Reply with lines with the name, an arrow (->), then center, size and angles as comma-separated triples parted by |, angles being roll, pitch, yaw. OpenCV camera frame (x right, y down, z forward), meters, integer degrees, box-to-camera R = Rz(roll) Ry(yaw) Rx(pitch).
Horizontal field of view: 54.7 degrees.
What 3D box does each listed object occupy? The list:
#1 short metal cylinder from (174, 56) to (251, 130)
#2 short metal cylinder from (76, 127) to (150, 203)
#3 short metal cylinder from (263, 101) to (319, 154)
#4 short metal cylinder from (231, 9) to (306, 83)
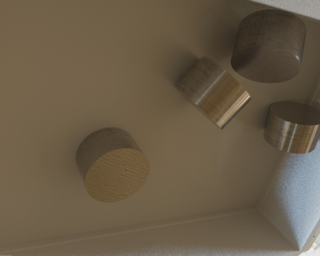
short metal cylinder -> 0.064, -0.043, 0.384 | 0.050, 0.080, 0.080 | -48, 130, 5
short metal cylinder -> -0.060, 0.046, 0.390 | 0.081, 0.050, 0.079 | -14, 125, -21
short metal cylinder -> 0.210, -0.003, 0.489 | 0.081, 0.080, 0.050 | -11, 123, -23
short metal cylinder -> 0.132, -0.097, 0.378 | 0.080, 0.080, 0.050 | 31, 67, -39
